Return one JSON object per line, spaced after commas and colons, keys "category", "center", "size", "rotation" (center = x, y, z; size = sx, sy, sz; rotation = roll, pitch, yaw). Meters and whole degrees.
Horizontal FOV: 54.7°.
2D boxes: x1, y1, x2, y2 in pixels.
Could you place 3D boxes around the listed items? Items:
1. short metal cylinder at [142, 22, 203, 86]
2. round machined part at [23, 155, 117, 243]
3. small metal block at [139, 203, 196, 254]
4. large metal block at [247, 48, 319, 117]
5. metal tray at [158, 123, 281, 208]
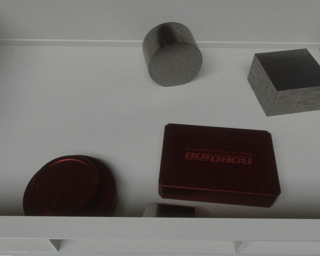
{"category": "short metal cylinder", "center": [0.017, -0.108, 0.461], "size": [0.081, 0.080, 0.050], "rotation": [-9, 51, -8]}
{"category": "round machined part", "center": [-0.098, 0.069, 0.335], "size": [0.099, 0.042, 0.098], "rotation": [0, 50, 0]}
{"category": "small metal block", "center": [0.009, 0.097, 0.306], "size": [0.050, 0.025, 0.050], "rotation": [5, 7, 3]}
{"category": "large metal block", "center": [0.184, -0.067, 0.448], "size": [0.081, 0.050, 0.080], "rotation": [-7, 51, -7]}
{"category": "metal tray", "center": [0.067, 0.042, 0.368], "size": [0.131, 0.030, 0.090], "rotation": [4, 50, 3]}
